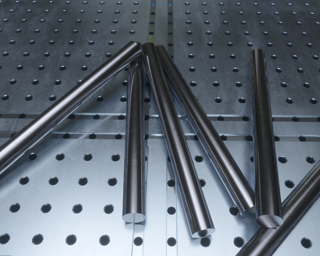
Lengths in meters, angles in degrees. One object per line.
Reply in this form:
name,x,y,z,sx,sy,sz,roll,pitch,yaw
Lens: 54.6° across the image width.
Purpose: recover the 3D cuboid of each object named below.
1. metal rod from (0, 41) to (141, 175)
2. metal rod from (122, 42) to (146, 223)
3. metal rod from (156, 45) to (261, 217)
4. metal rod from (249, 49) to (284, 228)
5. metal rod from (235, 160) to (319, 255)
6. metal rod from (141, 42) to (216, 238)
metal rod,-0.131,-0.024,0.410,0.025,0.025,0.301,31,62,23
metal rod,-0.034,-0.020,0.424,0.025,0.025,0.300,-2,50,-2
metal rod,0.048,-0.019,0.423,0.025,0.025,0.300,-15,52,-12
metal rod,0.133,-0.014,0.405,0.025,0.025,0.300,8,46,7
metal rod,0.145,0.087,0.335,0.302,0.025,0.025,-36,59,-26
metal rod,0.013,-0.009,0.405,0.025,0.025,0.300,-10,54,-8
